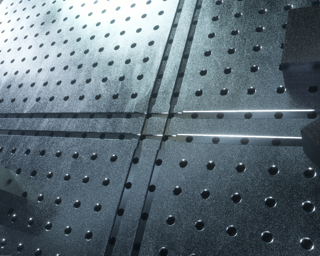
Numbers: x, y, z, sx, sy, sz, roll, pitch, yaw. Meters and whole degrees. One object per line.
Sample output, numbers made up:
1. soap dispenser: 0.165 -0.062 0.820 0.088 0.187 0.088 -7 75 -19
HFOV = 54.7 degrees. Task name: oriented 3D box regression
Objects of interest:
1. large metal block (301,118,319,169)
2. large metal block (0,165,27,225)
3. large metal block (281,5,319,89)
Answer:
1. large metal block: 0.191 0.019 0.281 0.080 0.050 0.080 -33 52 6
2. large metal block: -0.257 0.087 0.451 0.050 0.080 0.080 -49 52 -6
3. large metal block: 0.187 -0.092 0.350 0.080 0.050 0.080 3 63 29
